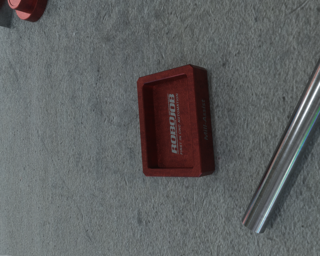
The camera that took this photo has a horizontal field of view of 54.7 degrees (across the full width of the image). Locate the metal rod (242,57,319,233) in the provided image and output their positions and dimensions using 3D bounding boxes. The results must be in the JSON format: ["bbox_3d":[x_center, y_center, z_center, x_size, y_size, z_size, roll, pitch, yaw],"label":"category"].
[{"bbox_3d":[0.146,-0.033,0.284,0.025,0.025,0.298,31,109,35],"label":"metal rod"}]

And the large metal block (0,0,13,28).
[{"bbox_3d":[-0.374,-0.276,0.697,0.080,0.050,0.079,25,106,37],"label":"large metal block"}]

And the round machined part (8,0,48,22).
[{"bbox_3d":[-0.267,-0.265,0.614,0.098,0.042,0.097,0,90,40],"label":"round machined part"}]

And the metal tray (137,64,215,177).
[{"bbox_3d":[0.017,-0.006,0.387,0.090,0.030,0.129,-7,86,39],"label":"metal tray"}]
